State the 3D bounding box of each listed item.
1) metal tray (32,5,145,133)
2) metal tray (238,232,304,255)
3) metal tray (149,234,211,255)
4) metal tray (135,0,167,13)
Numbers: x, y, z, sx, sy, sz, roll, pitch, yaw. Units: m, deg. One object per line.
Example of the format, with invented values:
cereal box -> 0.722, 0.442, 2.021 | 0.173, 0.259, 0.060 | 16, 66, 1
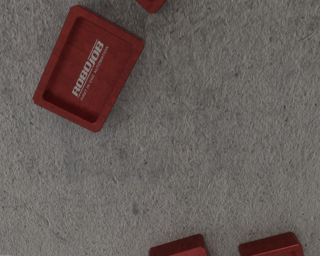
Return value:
metal tray -> -0.087, -0.070, 0.380 | 0.090, 0.030, 0.129 | 27, 108, -10
metal tray -> 0.186, 0.235, 0.495 | 0.090, 0.030, 0.129 | -17, 109, 6
metal tray -> 0.045, 0.240, 0.496 | 0.090, 0.030, 0.129 | -19, 109, 6
metal tray -> -0.027, -0.201, 0.332 | 0.130, 0.030, 0.090 | 39, 105, -14
